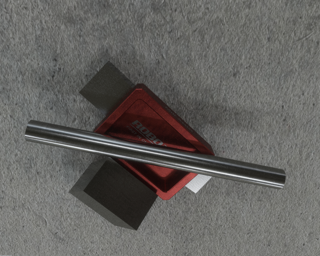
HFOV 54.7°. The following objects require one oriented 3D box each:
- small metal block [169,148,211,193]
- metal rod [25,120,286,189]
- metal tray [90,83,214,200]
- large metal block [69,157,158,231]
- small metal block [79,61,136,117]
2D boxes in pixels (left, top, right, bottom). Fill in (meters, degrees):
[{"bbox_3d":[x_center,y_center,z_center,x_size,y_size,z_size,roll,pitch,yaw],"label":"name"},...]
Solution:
[{"bbox_3d":[0.046,0.054,0.431,0.050,0.025,0.050,37,106,-13],"label":"small metal block"},{"bbox_3d":[-0.001,0.033,0.364,0.302,0.025,0.025,11,110,-5],"label":"metal rod"},{"bbox_3d":[-0.008,0.020,0.388,0.130,0.030,0.090,42,104,-14],"label":"metal tray"},{"bbox_3d":[-0.063,0.086,0.403,0.080,0.080,0.050,41,63,-14],"label":"large metal block"},{"bbox_3d":[-0.064,-0.048,0.392,0.050,0.025,0.050,43,104,-15],"label":"small metal block"}]
